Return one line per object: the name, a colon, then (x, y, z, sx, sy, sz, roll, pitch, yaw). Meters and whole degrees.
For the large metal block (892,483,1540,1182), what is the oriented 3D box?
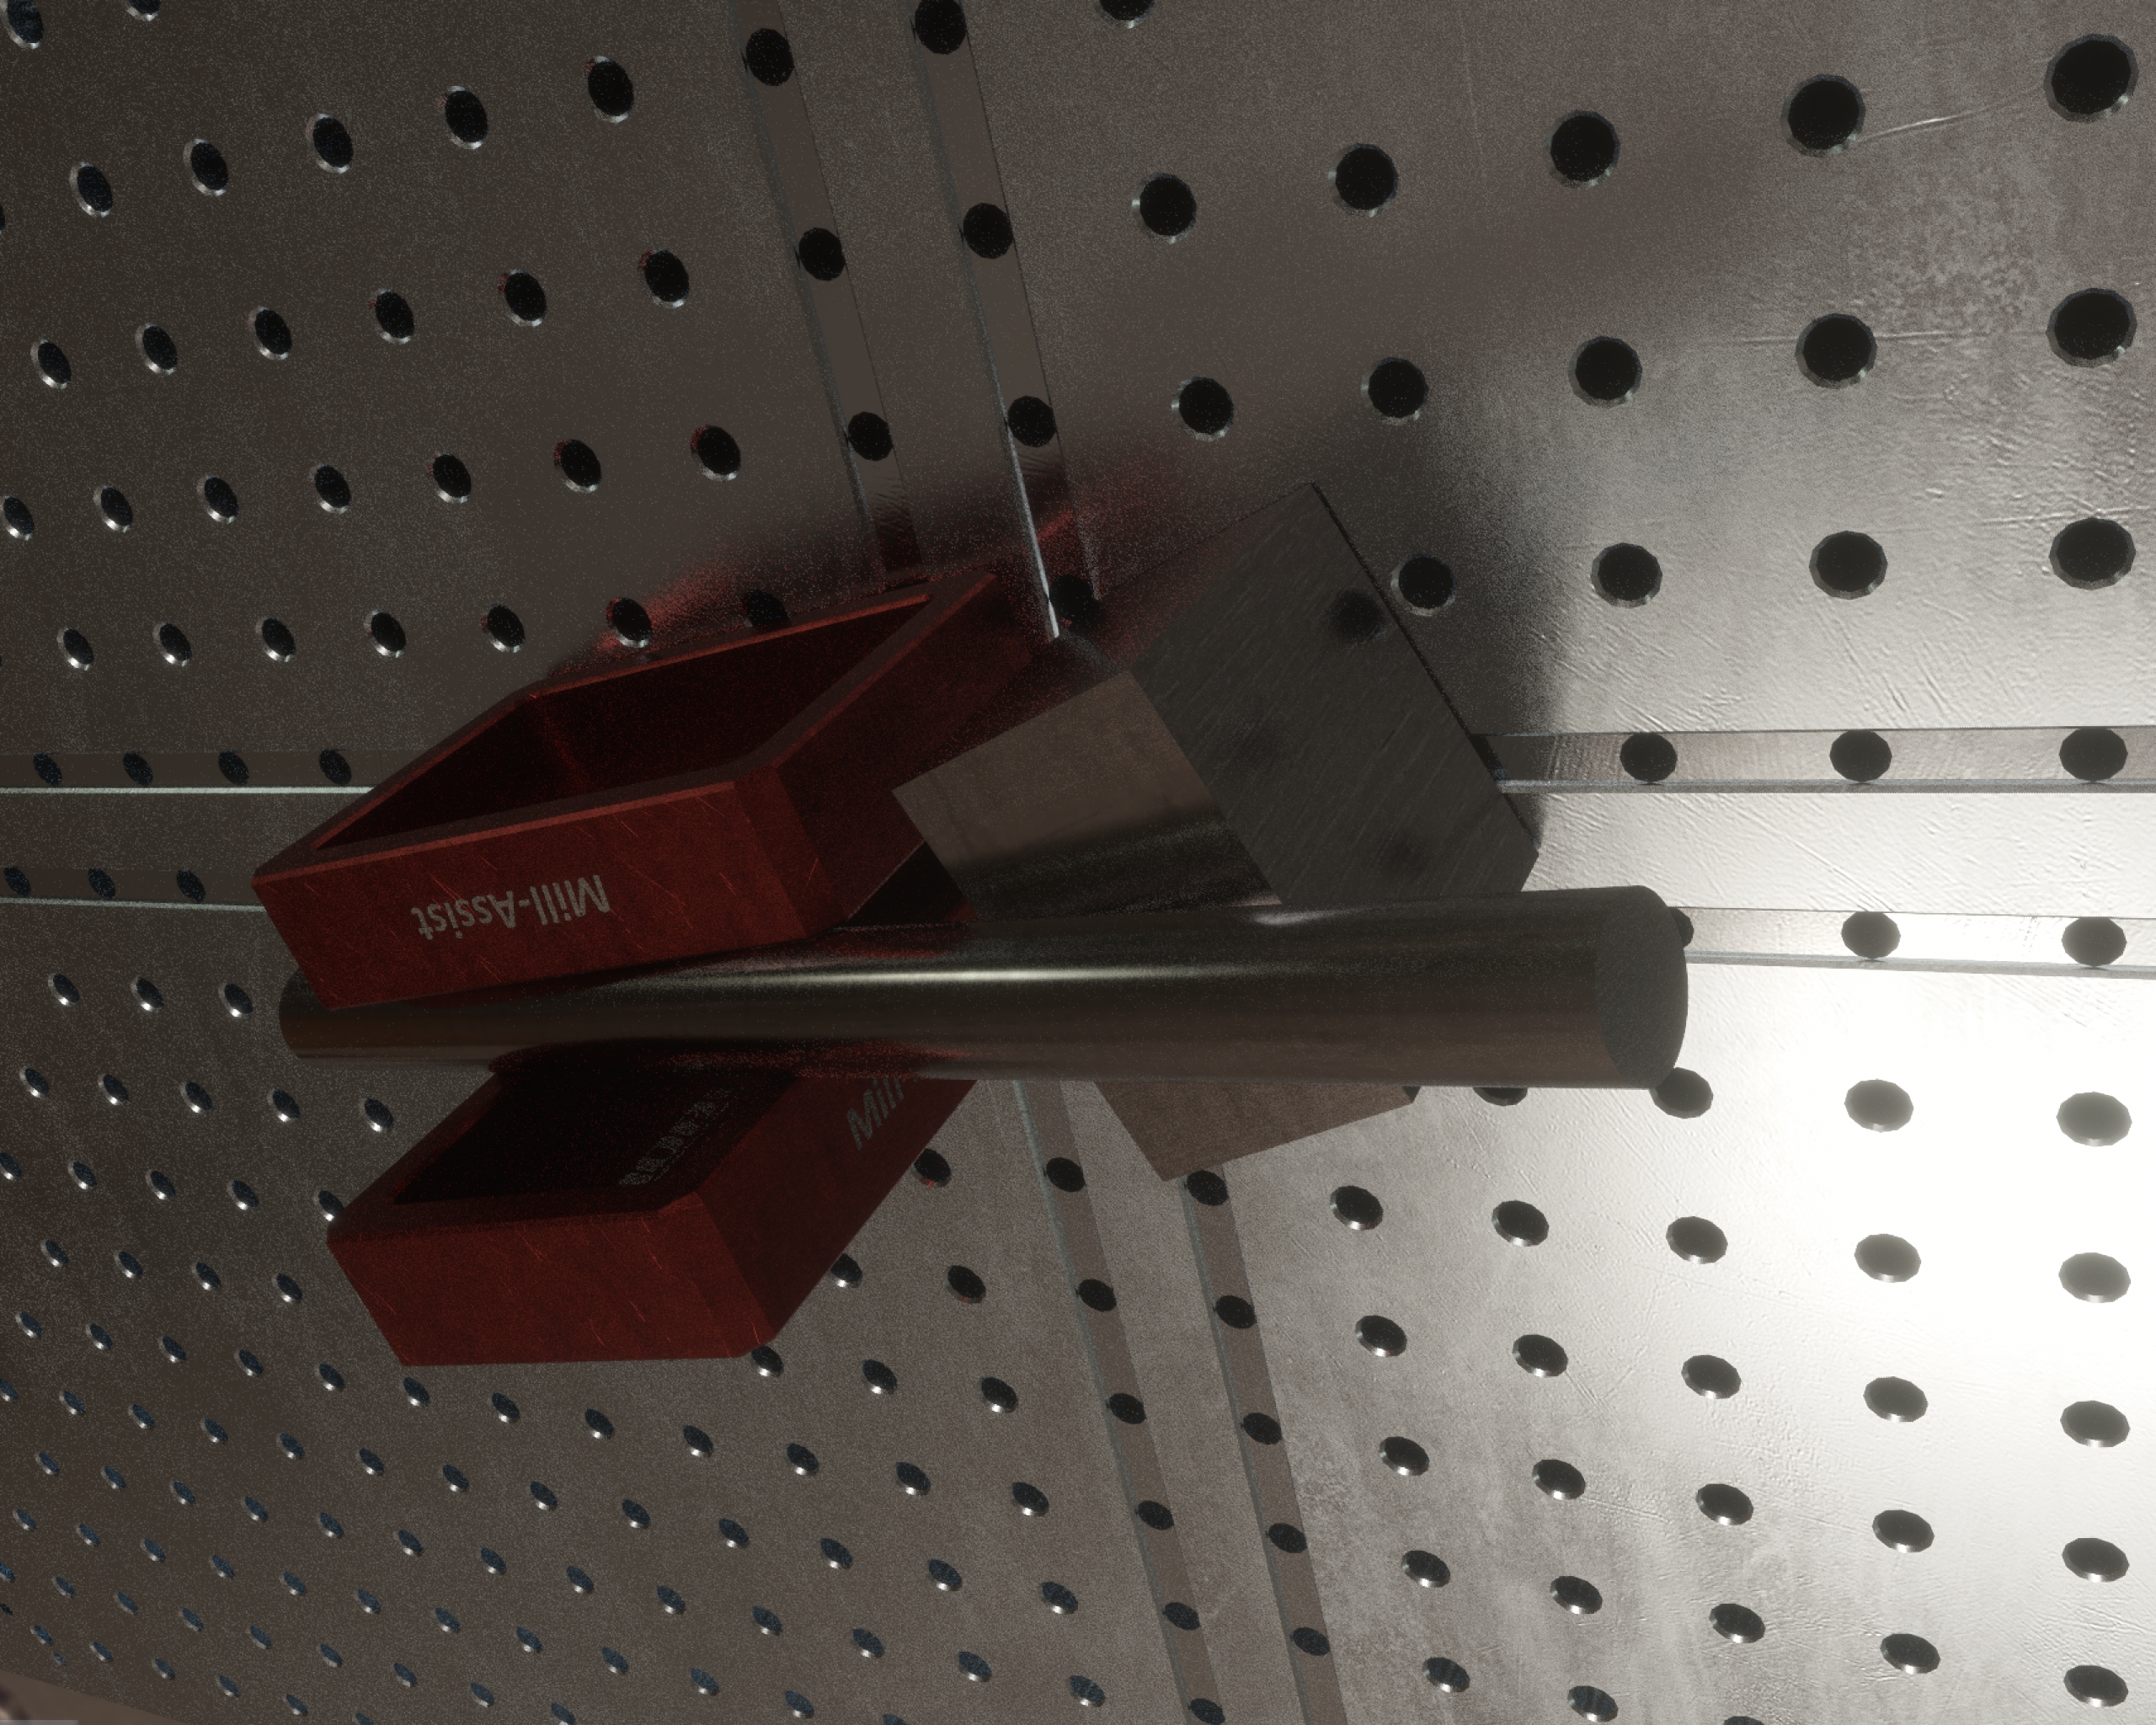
large metal block: (0.027, -0.006, 0.355, 0.050, 0.080, 0.080, -25, 105, 36)

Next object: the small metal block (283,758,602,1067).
small metal block: (-0.143, 0.011, 0.475, 0.025, 0.050, 0.050, -8, 114, 31)

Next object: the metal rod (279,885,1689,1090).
metal rod: (-0.045, 0.024, 0.351, 0.300, 0.025, 0.025, -4, 117, 40)

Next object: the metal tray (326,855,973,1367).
metal tray: (-0.068, 0.042, 0.403, 0.090, 0.131, 0.030, -10, 114, 32)

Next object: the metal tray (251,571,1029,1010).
metal tray: (-0.081, -0.014, 0.401, 0.130, 0.090, 0.030, -9, 115, 31)
